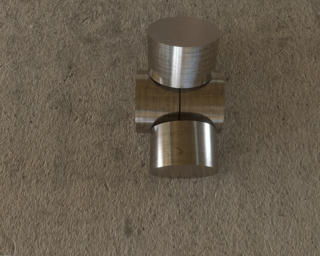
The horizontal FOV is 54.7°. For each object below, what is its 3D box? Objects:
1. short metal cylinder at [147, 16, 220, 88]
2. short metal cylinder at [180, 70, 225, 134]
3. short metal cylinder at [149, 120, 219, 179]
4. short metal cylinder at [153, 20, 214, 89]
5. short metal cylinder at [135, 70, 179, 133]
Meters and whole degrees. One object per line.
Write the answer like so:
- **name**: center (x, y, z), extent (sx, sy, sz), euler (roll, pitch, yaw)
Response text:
- **short metal cylinder**: center (0.026, -0.089, 0.359), extent (0.081, 0.050, 0.080), euler (1, 41, 0)
- **short metal cylinder**: center (0.049, -0.033, 0.392), extent (0.050, 0.080, 0.080), euler (0, 70, 0)
- **short metal cylinder**: center (0.028, 0.029, 0.370), extent (0.081, 0.080, 0.050), euler (0, 70, 0)
- **short metal cylinder**: center (0.031, -0.102, 0.435), extent (0.081, 0.050, 0.080), euler (0, 70, 0)
- **short metal cylinder**: center (-0.003, -0.033, 0.393), extent (0.050, 0.080, 0.080), euler (1, 70, 0)
